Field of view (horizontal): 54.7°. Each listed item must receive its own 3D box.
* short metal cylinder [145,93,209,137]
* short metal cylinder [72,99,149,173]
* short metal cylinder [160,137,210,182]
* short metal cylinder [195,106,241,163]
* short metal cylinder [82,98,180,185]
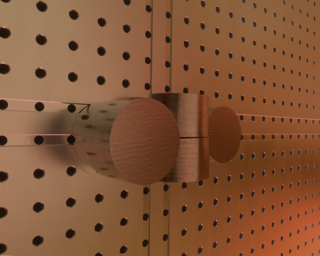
[{"bbox_3d":[0.021,-0.015,0.391,0.081,0.080,0.050,1,90,-40],"label":"short metal cylinder"},{"bbox_3d":[-0.050,0.009,0.350,0.081,0.050,0.079,0,90,-40],"label":"short metal cylinder"},{"bbox_3d":[0.022,0.036,0.391,0.081,0.080,0.050,-2,91,-40],"label":"short metal cylinder"},{"bbox_3d":[0.074,0.009,0.453,0.081,0.050,0.079,0,90,-40],"label":"short metal cylinder"},{"bbox_3d":[-0.027,0.012,0.303,0.081,0.050,0.079,0,90,-40],"label":"short metal cylinder"}]
